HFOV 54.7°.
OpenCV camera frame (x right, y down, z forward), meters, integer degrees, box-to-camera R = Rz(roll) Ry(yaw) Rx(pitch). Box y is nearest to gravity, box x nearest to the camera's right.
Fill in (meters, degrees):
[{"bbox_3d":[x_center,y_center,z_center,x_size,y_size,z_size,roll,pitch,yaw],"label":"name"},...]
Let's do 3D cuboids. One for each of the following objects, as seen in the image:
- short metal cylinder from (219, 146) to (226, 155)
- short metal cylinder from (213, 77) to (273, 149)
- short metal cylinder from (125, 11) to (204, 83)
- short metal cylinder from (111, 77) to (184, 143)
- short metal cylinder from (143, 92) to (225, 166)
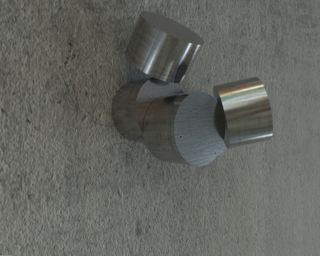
[{"bbox_3d":[0.057,-0.001,0.440,0.081,0.050,0.079,0,90,-40],"label":"short metal cylinder"},{"bbox_3d":[0.100,-0.019,0.382,0.050,0.080,0.079,-12,101,4],"label":"short metal cylinder"},{"bbox_3d":[0.005,-0.096,0.368,0.081,0.080,0.050,0,129,-40],"label":"short metal cylinder"},{"bbox_3d":[-0.012,-0.021,0.381,0.081,0.050,0.079,0,90,-40],"label":"short metal cylinder"},{"bbox_3d":[0.028,0.001,0.350,0.081,0.050,0.079,0,90,-40],"label":"short metal cylinder"}]
